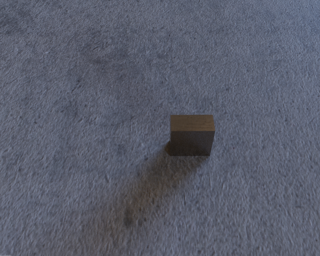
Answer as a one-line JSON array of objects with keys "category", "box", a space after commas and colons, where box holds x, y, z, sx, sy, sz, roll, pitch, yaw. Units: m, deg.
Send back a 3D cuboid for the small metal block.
[{"category": "small metal block", "box": [0.038, 0.010, 0.379, 0.050, 0.050, 0.025, 0, 50, 0]}]
